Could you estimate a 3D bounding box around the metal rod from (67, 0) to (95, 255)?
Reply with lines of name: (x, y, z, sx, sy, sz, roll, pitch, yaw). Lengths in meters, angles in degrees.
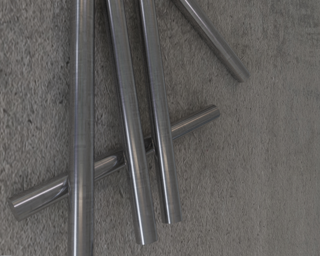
metal rod: (-0.079, -0.022, 0.315, 0.025, 0.025, 0.298, 5, 80, -40)

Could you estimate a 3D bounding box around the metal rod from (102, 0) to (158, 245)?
metal rod: (-0.036, -0.023, 0.349, 0.025, 0.025, 0.298, -6, 87, -40)

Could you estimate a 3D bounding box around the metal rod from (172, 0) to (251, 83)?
metal rod: (0.045, -0.168, 0.441, 0.301, 0.025, 0.025, 40, 65, -33)

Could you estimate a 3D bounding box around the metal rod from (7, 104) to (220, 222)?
metal rod: (-0.028, 0.026, 0.381, 0.302, 0.025, 0.025, -25, 106, -37)

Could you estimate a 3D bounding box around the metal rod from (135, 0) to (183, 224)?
metal rod: (-0.004, -0.038, 0.376, 0.025, 0.025, 0.298, -4, 85, -40)
